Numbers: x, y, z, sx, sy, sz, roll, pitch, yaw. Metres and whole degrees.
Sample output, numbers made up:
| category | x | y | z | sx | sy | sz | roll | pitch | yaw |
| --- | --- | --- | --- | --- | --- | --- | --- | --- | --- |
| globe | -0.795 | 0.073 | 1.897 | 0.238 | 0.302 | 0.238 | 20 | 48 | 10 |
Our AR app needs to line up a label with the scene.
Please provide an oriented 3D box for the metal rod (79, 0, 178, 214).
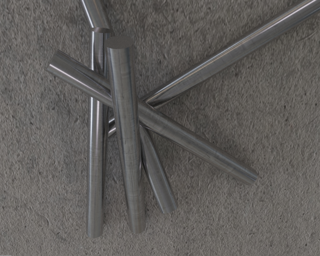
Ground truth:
| category | x | y | z | sx | sy | sz | roll | pitch | yaw |
| --- | --- | --- | --- | --- | --- | --- | --- | --- | --- |
| metal rod | -0.038 | -0.035 | 0.372 | 0.025 | 0.025 | 0.298 | -19 | 100 | 7 |

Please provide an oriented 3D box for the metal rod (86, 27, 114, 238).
| category | x | y | z | sx | sy | sz | roll | pitch | yaw |
| --- | --- | --- | --- | --- | --- | --- | --- | --- | --- |
| metal rod | -0.080 | 0.027 | 0.395 | 0.025 | 0.025 | 0.298 | 7 | 119 | -3 |

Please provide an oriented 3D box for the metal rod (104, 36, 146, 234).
| category | x | y | z | sx | sy | sz | roll | pitch | yaw |
| --- | --- | --- | --- | --- | --- | --- | --- | --- | --- |
| metal rod | -0.034 | 0.037 | 0.365 | 0.025 | 0.025 | 0.298 | 0 | 132 | 0 |

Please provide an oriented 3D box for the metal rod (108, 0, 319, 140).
| category | x | y | z | sx | sy | sz | roll | pitch | yaw |
| --- | --- | --- | --- | --- | --- | --- | --- | --- | --- |
| metal rod | 0.053 | -0.070 | 0.384 | 0.300 | 0.025 | 0.025 | -30 | 107 | 10 |

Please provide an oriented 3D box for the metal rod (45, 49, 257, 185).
| category | x | y | z | sx | sy | sz | roll | pitch | yaw |
| --- | --- | --- | --- | --- | --- | --- | --- | --- | --- |
| metal rod | 0.010 | 0.001 | 0.370 | 0.301 | 0.025 | 0.025 | 30 | 108 | -26 |
